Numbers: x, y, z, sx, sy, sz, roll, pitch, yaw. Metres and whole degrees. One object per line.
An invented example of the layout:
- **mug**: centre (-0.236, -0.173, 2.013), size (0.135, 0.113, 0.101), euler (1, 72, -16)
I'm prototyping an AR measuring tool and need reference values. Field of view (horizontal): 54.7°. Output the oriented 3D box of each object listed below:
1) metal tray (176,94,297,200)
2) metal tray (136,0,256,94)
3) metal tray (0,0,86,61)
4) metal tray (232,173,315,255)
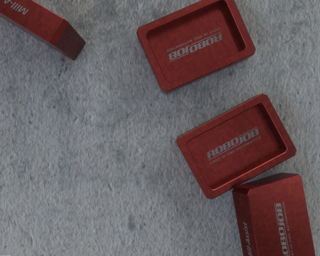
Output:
- **metal tray**: centre (0.098, 0.024, 0.408), size (0.130, 0.030, 0.090), euler (-28, 90, -1)
- **metal tray**: centre (0.046, -0.111, 0.407), size (0.131, 0.030, 0.090), euler (-24, 90, -1)
- **metal tray**: centre (-0.162, -0.135, 0.375), size (0.130, 0.090, 0.030), euler (31, 90, -1)
- **metal tray**: centre (0.146, 0.130, 0.392), size (0.091, 0.030, 0.129), euler (-10, 90, -25)
